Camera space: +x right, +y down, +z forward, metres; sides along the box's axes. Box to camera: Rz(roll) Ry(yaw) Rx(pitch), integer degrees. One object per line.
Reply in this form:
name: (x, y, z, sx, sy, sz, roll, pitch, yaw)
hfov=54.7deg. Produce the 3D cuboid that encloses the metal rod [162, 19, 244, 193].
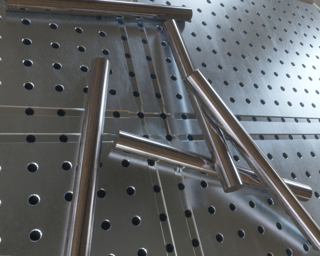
metal rod: (0.053, -0.050, 0.450, 0.025, 0.025, 0.299, 2, 55, -28)

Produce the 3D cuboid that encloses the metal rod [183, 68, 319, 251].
metal rod: (0.132, 0.047, 0.412, 0.300, 0.025, 0.025, 51, 50, -8)

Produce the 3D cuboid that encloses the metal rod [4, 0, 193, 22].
metal rod: (-0.074, -0.186, 0.482, 0.303, 0.025, 0.025, -9, 67, -33)

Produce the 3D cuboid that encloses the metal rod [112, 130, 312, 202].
metal rod: (0.084, 0.057, 0.420, 0.302, 0.025, 0.025, 17, 55, -19)

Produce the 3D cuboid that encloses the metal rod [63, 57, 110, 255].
metal rod: (-0.079, 0.041, 0.341, 0.025, 0.025, 0.299, 13, 56, -21)
